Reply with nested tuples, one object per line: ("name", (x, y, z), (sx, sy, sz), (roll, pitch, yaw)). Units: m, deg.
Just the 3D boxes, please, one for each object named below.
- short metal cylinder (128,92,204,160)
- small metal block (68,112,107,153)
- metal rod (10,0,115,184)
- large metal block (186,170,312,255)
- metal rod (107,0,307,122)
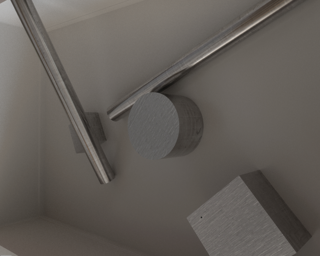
("short metal cylinder", (0.006, -0.002, 0.384), (0.080, 0.050, 0.079), (0, 90, 39))
("small metal block", (-0.118, 0.008, 0.501), (0.050, 0.025, 0.050), (-31, 71, 35))
("metal rod", (-0.136, -0.055, 0.438), (0.025, 0.025, 0.299), (-12, 107, 39))
("large metal block", (0.088, 0.101, 0.317), (0.080, 0.050, 0.080), (-48, 62, 29))
("metal rod", (0.037, -0.080, 0.374), (0.299, 0.025, 0.025), (-29, 72, 36))
